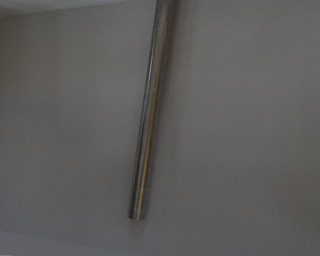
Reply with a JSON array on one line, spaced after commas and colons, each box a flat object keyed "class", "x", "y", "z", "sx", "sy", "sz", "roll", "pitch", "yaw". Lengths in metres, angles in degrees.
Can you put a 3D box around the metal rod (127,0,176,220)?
[{"class": "metal rod", "x": -0.012, "y": -0.027, "z": 0.414, "sx": 0.025, "sy": 0.025, "sz": 0.298, "roll": 9, "pitch": 93, "yaw": 20}]
